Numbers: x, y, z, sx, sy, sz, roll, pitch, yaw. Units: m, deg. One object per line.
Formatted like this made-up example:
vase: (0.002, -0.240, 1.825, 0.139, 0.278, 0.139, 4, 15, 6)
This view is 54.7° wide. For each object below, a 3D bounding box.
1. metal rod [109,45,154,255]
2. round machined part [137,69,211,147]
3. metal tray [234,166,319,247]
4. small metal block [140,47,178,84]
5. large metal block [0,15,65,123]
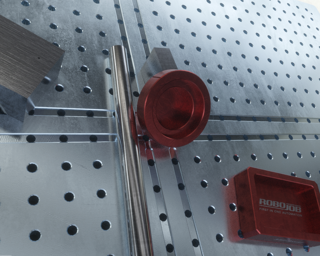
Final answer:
metal rod: (-0.038, 0.021, 0.375, 0.025, 0.025, 0.299, 5, 60, -26)
round machined part: (0.014, -0.027, 0.402, 0.099, 0.042, 0.097, -7, 105, -29)
metal tray: (0.171, 0.111, 0.431, 0.131, 0.030, 0.090, 14, 56, -21)
small metal block: (0.000, -0.078, 0.440, 0.025, 0.050, 0.050, -5, 63, -31)
large metal block: (-0.166, -0.066, 0.344, 0.080, 0.050, 0.080, 29, 52, -11)
